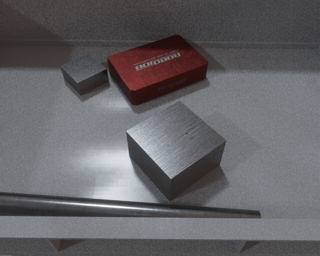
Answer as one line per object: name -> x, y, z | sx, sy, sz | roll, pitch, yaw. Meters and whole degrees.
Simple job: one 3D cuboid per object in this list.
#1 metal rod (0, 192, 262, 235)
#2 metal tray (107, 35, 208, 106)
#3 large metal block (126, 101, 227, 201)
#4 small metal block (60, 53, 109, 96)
metal rod -> -0.048, 0.089, 0.329 | 0.302, 0.025, 0.025 | 4, 50, 2
metal tray -> -0.004, -0.094, 0.481 | 0.131, 0.030, 0.090 | -23, 54, -19
large metal block -> 0.018, 0.025, 0.368 | 0.081, 0.050, 0.080 | -31, 57, -24
small metal block -> -0.115, -0.083, 0.473 | 0.050, 0.025, 0.050 | -33, 58, -25
